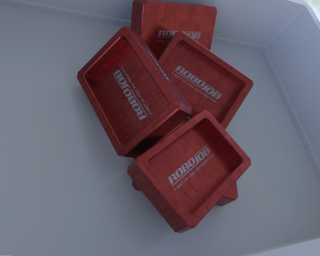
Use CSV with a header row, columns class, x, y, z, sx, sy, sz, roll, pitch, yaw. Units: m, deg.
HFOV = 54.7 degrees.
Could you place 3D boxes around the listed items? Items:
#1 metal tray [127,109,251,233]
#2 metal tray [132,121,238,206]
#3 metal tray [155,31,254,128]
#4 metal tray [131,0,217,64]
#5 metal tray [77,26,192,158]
class,x,y,z,sx,sy,sz,roll,pitch,yaw
metal tray,0.039,0.044,0.358,0.131,0.030,0.090,-35,82,-38
metal tray,0.034,0.043,0.396,0.131,0.030,0.090,15,55,-20
metal tray,0.053,-0.062,0.437,0.130,0.030,0.090,32,90,-9
metal tray,0.020,-0.139,0.461,0.131,0.089,0.030,-9,29,-33
metal tray,-0.035,-0.042,0.357,0.030,0.090,0.130,18,35,-59
